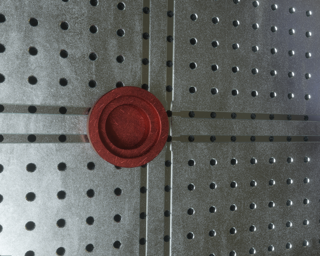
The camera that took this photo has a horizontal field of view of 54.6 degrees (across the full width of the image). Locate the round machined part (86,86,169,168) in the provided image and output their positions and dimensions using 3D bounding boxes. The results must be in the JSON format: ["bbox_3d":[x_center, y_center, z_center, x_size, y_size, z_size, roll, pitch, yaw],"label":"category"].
[{"bbox_3d":[-0.042,-0.001,0.388,0.099,0.042,0.097,0,90,-20],"label":"round machined part"}]
